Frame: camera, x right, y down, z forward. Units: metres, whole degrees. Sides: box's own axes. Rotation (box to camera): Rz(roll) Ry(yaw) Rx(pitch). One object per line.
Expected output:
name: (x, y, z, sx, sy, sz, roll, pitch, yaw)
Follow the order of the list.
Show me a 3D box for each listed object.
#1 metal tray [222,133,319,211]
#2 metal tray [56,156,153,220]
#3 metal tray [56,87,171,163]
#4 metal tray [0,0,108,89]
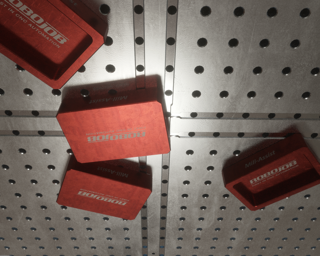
metal tray: (0.173, 0.072, 0.471, 0.130, 0.030, 0.090, -32, 124, 24)
metal tray: (-0.088, 0.098, 0.490, 0.131, 0.030, 0.089, 17, 128, -15)
metal tray: (-0.056, -0.001, 0.407, 0.131, 0.030, 0.089, -7, 130, 5)
metal tray: (-0.131, -0.109, 0.313, 0.090, 0.030, 0.130, -37, 121, 27)
